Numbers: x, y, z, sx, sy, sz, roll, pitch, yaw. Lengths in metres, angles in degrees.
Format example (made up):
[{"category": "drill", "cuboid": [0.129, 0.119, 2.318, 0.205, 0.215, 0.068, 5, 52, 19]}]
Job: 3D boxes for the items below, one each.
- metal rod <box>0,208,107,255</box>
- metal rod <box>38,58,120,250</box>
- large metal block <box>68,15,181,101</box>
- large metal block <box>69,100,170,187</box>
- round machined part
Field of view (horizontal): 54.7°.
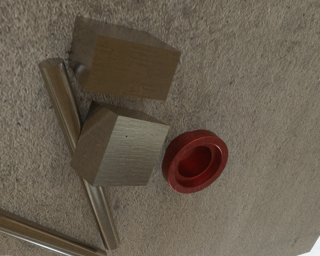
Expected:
[{"category": "metal rod", "cuboid": [-0.177, 0.124, 0.387, 0.025, 0.025, 0.300, -45, 130, 3]}, {"category": "metal rod", "cuboid": [-0.091, 0.056, 0.392, 0.025, 0.025, 0.298, -20, 127, -17]}, {"category": "large metal block", "cuboid": [-0.039, -0.070, 0.308, 0.081, 0.080, 0.050, 3, 117, -31]}, {"category": "large metal block", "cuboid": [-0.046, 0.020, 0.360, 0.081, 0.050, 0.080, 11, 103, -48]}, {"category": "round machined part", "cuboid": [0.046, 0.044, 0.451, 0.099, 0.042, 0.097, -14, 125, -21]}]
